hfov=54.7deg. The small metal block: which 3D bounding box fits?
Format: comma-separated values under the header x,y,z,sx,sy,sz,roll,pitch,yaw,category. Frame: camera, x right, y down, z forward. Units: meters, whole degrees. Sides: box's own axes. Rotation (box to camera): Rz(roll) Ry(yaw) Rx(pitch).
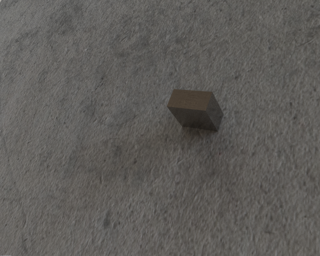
x,y,z,sx,sy,sz,roll,pitch,yaw,category
0.044,-0.021,0.377,0.050,0.050,0.025,9,66,31,small metal block
